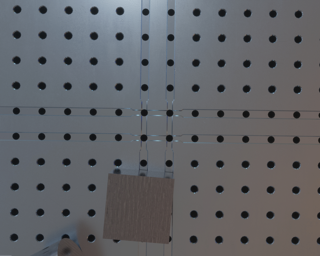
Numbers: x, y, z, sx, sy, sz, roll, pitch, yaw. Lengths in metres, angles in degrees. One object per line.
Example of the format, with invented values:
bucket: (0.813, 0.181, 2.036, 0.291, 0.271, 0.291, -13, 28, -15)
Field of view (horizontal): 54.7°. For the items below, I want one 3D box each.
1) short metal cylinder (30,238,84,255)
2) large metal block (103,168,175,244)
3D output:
short metal cylinder: (-0.127, 0.186, 0.385, 0.050, 0.080, 0.080, -28, 90, 0)
large metal block: (-0.026, 0.098, 0.401, 0.080, 0.050, 0.080, 5, 90, 0)
